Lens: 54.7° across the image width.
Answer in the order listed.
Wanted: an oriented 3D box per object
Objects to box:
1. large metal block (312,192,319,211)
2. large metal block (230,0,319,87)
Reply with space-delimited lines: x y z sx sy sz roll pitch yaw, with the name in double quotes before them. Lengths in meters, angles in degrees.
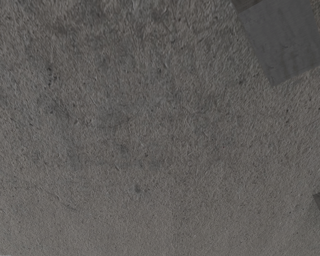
"large metal block" 0.314 0.134 0.508 0.080 0.050 0.080 -32 124 24
"large metal block" 0.104 -0.099 0.287 0.050 0.080 0.080 -25 126 20
